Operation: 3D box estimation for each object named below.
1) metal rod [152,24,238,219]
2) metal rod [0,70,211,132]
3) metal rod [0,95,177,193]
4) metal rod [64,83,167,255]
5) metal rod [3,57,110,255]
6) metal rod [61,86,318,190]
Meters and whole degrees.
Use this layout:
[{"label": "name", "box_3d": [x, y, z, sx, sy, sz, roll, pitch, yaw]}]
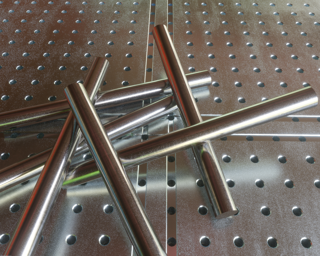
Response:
[{"label": "metal rod", "box_3d": [0.035, -0.030, 0.409, 0.025, 0.025, 0.299, -11, 58, -9]}, {"label": "metal rod", "box_3d": [-0.071, -0.042, 0.442, 0.302, 0.025, 0.025, -13, 51, -11]}, {"label": "metal rod", "box_3d": [-0.109, 0.026, 0.385, 0.302, 0.025, 0.025, -26, 55, -20]}, {"label": "metal rod", "box_3d": [-0.035, 0.072, 0.312, 0.025, 0.025, 0.299, -22, 64, -18]}, {"label": "metal rod", "box_3d": [-0.108, 0.021, 0.356, 0.025, 0.025, 0.300, 7, 50, 6]}, {"label": "metal rod", "box_3d": [0.030, 0.012, 0.355, 0.301, 0.025, 0.025, -18, 51, 1]}]
